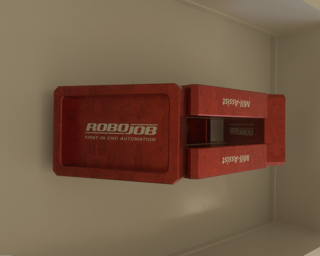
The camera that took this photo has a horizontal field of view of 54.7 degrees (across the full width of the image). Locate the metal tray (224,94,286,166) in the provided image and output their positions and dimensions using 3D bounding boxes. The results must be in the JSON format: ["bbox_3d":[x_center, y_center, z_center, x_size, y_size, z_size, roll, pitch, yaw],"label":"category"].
[{"bbox_3d":[0.131,0.002,0.447,0.030,0.130,0.089,1,90,-10],"label":"metal tray"}]

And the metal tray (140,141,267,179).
[{"bbox_3d":[0.053,0.034,0.367,0.131,0.090,0.030,0,90,-40],"label":"metal tray"}]

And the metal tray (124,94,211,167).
[{"bbox_3d":[0.014,0.003,0.413,0.131,0.030,0.089,-1,91,-41],"label":"metal tray"}]

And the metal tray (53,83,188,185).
[{"bbox_3d":[-0.041,0.004,0.304,0.030,0.130,0.089,0,91,-72],"label":"metal tray"}]

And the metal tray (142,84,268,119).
[{"bbox_3d":[0.054,-0.027,0.367,0.131,0.090,0.030,0,90,-40],"label":"metal tray"}]
